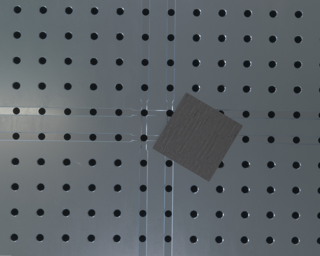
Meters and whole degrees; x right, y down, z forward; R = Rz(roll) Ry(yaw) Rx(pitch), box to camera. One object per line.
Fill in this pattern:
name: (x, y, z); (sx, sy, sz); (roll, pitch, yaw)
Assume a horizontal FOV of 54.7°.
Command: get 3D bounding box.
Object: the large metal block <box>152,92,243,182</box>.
large metal block: (0.046, 0.011, 0.401); (0.080, 0.050, 0.080); (31, 90, 0)
